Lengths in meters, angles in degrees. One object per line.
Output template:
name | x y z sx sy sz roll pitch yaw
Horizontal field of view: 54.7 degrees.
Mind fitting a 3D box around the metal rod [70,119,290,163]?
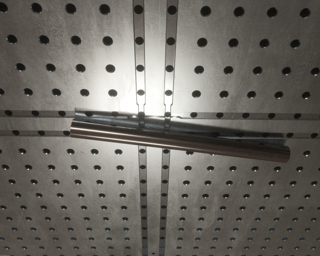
metal rod | 0.033 0.019 0.428 0.302 0.025 0.025 7 130 -7
